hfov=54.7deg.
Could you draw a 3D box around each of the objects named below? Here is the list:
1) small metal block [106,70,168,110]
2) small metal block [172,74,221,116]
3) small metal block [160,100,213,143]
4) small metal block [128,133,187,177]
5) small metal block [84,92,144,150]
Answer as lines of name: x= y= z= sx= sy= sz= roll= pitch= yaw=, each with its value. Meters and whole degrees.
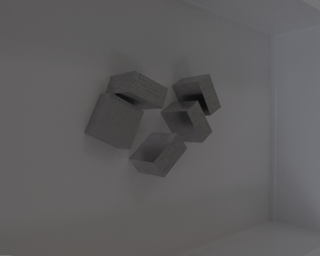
small metal block: x=-0.028 y=-0.043 z=0.367 sx=0.050 sy=0.050 sz=0.025 roll=24 pitch=75 yaw=-38
small metal block: x=0.051 y=-0.045 z=0.432 sx=0.025 sy=0.050 sz=0.050 roll=-36 pitch=113 yaw=-34
small metal block: x=0.036 y=-0.008 z=0.420 sx=0.025 sy=0.050 sz=0.050 roll=-43 pitch=116 yaw=-32
small metal block: x=-0.003 y=0.032 z=0.388 sx=0.050 sy=0.050 sz=0.025 roll=-49 pitch=119 yaw=-29
small metal block: x=-0.053 y=-0.007 z=0.362 sx=0.050 sy=0.025 sz=0.050 roll=29 pitch=72 yaw=-36
